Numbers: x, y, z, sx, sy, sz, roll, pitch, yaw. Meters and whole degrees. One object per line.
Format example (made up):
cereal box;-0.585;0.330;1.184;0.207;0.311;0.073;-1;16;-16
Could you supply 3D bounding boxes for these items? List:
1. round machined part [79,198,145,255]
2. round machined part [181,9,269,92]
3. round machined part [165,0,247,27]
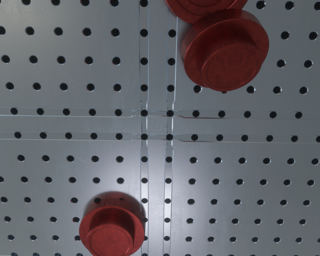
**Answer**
round machined part;-0.072;0.158;0.462;0.099;0.042;0.097;0;110;0
round machined part;0.076;-0.080;0.352;0.099;0.042;0.098;-7;141;-5
round machined part;0.050;-0.164;0.344;0.099;0.042;0.097;0;110;0
